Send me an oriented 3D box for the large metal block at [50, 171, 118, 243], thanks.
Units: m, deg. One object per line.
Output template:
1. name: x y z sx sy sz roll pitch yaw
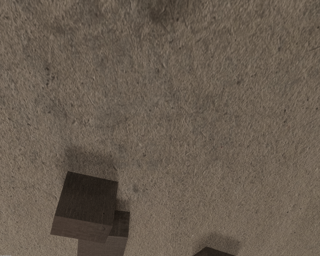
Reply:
1. large metal block: -0.113 0.120 0.472 0.081 0.080 0.050 15 128 -13

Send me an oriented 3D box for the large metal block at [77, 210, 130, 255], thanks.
1. large metal block: -0.100 0.189 0.550 0.081 0.050 0.079 8 130 -8

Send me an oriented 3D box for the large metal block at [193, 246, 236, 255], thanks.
1. large metal block: 0.116 0.299 0.628 0.080 0.080 0.050 25 126 -20
